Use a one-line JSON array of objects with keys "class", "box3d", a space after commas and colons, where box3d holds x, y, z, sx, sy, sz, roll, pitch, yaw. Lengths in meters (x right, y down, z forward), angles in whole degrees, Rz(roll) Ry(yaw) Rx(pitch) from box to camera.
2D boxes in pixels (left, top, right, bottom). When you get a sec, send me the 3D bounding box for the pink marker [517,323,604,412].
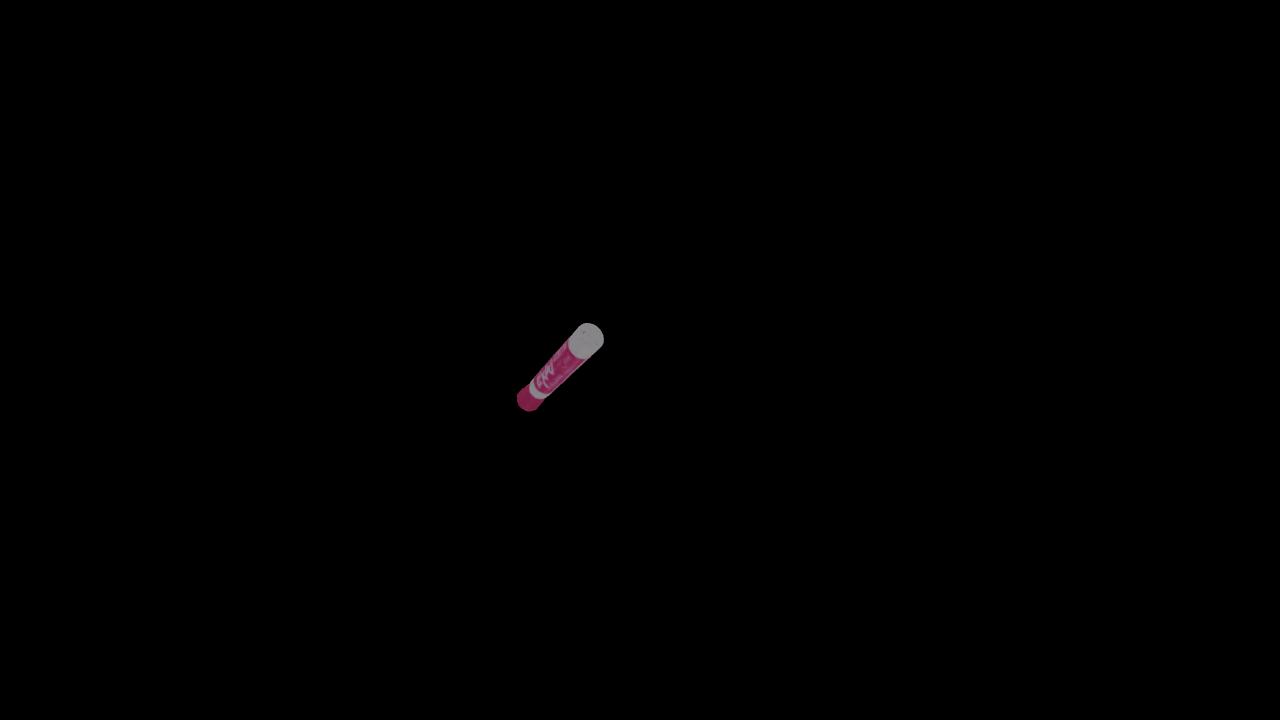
[{"class": "pink marker", "box3d": [-0.059, 0.009, 0.426, 0.020, 0.020, 0.121, 0, -23, -31]}]
